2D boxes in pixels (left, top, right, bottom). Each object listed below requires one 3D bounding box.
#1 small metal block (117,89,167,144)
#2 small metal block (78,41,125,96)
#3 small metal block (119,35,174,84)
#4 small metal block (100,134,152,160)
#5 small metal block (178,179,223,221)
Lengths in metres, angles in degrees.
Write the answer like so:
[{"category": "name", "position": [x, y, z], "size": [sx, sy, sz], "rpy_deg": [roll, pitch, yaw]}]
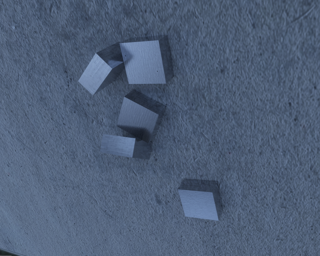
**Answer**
[{"category": "small metal block", "position": [-0.025, -0.015, 0.411], "size": [0.050, 0.025, 0.050], "rpy_deg": [28, 128, 10]}, {"category": "small metal block", "position": [-0.066, -0.073, 0.380], "size": [0.025, 0.050, 0.050], "rpy_deg": [44, 129, -3]}, {"category": "small metal block", "position": [-0.014, -0.080, 0.365], "size": [0.050, 0.025, 0.050], "rpy_deg": [3, 120, 26]}, {"category": "small metal block", "position": [-0.046, 0.027, 0.428], "size": [0.050, 0.050, 0.025], "rpy_deg": [7, 84, 25]}, {"category": "small metal block", "position": [0.058, 0.101, 0.439], "size": [0.050, 0.025, 0.050], "rpy_deg": [-1, 118, 28]}]
